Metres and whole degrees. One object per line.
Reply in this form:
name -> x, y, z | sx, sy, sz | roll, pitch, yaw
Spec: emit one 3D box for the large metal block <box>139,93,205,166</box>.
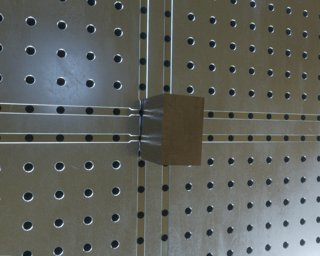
large metal block -> 0.012, 0.002, 0.388 | 0.050, 0.080, 0.079 | 4, 89, -20
